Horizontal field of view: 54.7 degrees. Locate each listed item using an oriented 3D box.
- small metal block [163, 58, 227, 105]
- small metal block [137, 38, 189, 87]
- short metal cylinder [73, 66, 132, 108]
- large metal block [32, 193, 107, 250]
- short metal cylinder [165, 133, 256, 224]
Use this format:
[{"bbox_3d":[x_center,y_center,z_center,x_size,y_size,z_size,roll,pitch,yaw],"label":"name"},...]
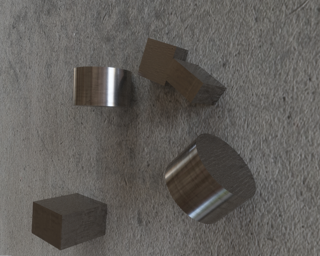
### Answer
[{"bbox_3d":[0.040,-0.052,0.356,0.050,0.050,0.025,47,118,30],"label":"small metal block"},{"bbox_3d":[0.003,-0.085,0.403,0.050,0.025,0.050,28,108,36],"label":"small metal block"},{"bbox_3d":[-0.081,-0.055,0.436,0.080,0.081,0.050,4,93,40],"label":"short metal cylinder"},{"bbox_3d":[-0.142,0.142,0.486,0.080,0.081,0.050,7,94,40],"label":"large metal block"},{"bbox_3d":[0.053,0.052,0.326,0.050,0.081,0.080,-47,62,30],"label":"short metal cylinder"}]
